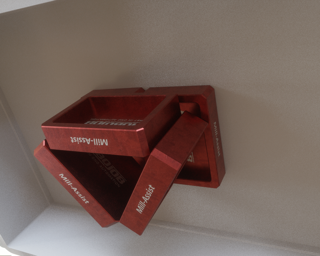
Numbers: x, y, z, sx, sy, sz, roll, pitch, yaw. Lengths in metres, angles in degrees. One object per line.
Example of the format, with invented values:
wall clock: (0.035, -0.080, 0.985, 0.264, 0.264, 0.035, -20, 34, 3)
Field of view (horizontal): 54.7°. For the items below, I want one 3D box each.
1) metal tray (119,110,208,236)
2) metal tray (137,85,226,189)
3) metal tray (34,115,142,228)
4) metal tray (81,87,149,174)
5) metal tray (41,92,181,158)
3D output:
metal tray: (0.003, 0.052, 0.355, 0.030, 0.090, 0.129, 31, 129, 8)
metal tray: (0.029, 0.012, 0.396, 0.090, 0.030, 0.129, 1, 118, 28)
metal tray: (-0.082, 0.050, 0.399, 0.130, 0.090, 0.030, 49, 129, -7)
metal tray: (-0.052, 0.010, 0.439, 0.090, 0.030, 0.129, 1, 118, 28)
metal tray: (-0.053, -0.008, 0.347, 0.130, 0.090, 0.030, 2, 120, 27)
